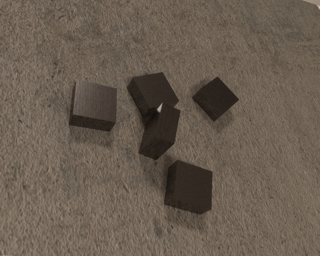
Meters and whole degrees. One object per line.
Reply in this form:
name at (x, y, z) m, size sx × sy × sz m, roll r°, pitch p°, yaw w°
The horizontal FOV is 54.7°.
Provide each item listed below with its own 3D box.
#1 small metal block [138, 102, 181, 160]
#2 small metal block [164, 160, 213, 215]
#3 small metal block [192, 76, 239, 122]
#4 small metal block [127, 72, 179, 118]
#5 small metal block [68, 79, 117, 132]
small metal block at (-0.001, 0.005, 0.386) m, size 0.025 × 0.050 × 0.050 m, roll 24°, pitch 53°, yaw -15°
small metal block at (0.036, 0.073, 0.380) m, size 0.050 × 0.025 × 0.050 m, roll 20°, pitch 54°, yaw -17°
small metal block at (0.087, -0.045, 0.480) m, size 0.050 × 0.025 × 0.050 m, roll 48°, pitch 51°, yaw 5°
small metal block at (-0.010, -0.047, 0.428) m, size 0.050 × 0.025 × 0.050 m, roll -17°, pitch 71°, yaw -35°
small metal block at (-0.081, -0.027, 0.378) m, size 0.050 × 0.025 × 0.050 m, roll 11°, pitch 57°, yaw -23°
